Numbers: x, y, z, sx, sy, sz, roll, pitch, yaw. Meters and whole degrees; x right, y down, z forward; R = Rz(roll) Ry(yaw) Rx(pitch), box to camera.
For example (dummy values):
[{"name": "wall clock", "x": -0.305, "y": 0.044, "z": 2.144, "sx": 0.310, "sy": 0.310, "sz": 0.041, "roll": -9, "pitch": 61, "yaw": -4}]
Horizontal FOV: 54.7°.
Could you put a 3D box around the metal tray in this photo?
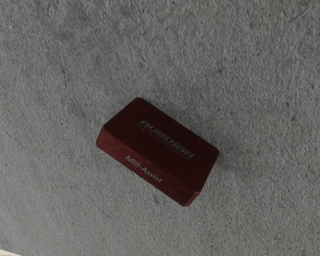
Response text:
[{"name": "metal tray", "x": 0.001, "y": 0.024, "z": 0.380, "sx": 0.130, "sy": 0.090, "sz": 0.030, "roll": 34, "pitch": 129, "yaw": 5}]
